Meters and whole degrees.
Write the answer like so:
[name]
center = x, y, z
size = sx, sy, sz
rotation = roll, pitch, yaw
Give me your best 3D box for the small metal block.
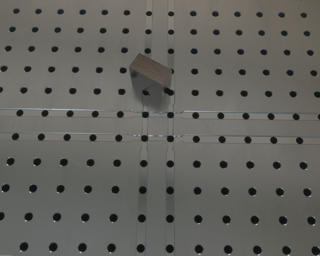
[small metal block]
center = -0.012, -0.069, 0.424
size = 0.050, 0.050, 0.025
rotation = 30, 73, 10
